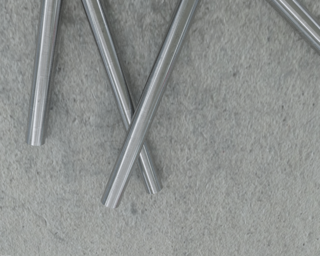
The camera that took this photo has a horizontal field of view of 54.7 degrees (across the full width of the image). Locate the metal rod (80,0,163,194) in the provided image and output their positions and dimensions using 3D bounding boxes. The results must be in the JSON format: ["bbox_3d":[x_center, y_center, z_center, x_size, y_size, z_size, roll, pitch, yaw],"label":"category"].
[{"bbox_3d":[-0.048,-0.048,0.391,0.025,0.025,0.298,-15,110,5],"label":"metal rod"}]

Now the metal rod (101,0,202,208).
[{"bbox_3d":[-0.010,-0.038,0.375,0.025,0.025,0.298,21,101,-8],"label":"metal rod"}]

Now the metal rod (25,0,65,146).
[{"bbox_3d":[-0.130,-0.117,0.364,0.025,0.025,0.298,13,110,-5],"label":"metal rod"}]

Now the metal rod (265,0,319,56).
[{"bbox_3d":[0.159,-0.133,0.362,0.301,0.025,0.025,38,105,-14],"label":"metal rod"}]
